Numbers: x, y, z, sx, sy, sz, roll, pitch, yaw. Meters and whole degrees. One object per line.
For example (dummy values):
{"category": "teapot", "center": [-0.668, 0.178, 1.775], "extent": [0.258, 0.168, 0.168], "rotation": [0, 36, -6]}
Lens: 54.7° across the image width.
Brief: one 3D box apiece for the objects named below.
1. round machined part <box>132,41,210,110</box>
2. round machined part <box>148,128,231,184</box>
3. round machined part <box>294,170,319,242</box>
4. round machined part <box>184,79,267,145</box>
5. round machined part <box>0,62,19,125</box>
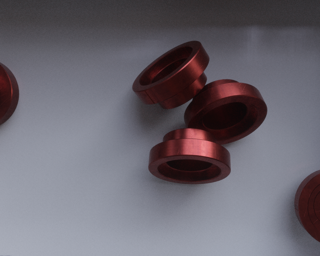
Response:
{"category": "round machined part", "center": [0.018, -0.060, 0.380], "extent": [0.098, 0.098, 0.042], "rotation": [-38, 115, 0]}
{"category": "round machined part", "center": [0.037, 0.034, 0.382], "extent": [0.099, 0.098, 0.042], "rotation": [5, 62, -1]}
{"category": "round machined part", "center": [0.225, 0.100, 0.401], "extent": [0.098, 0.042, 0.097], "rotation": [0, 88, 9]}
{"category": "round machined part", "center": [0.078, -0.023, 0.386], "extent": [0.099, 0.098, 0.042], "rotation": [-12, 54, 0]}
{"category": "round machined part", "center": [-0.241, -0.047, 0.400], "extent": [0.099, 0.042, 0.097], "rotation": [0, 90, -1]}
